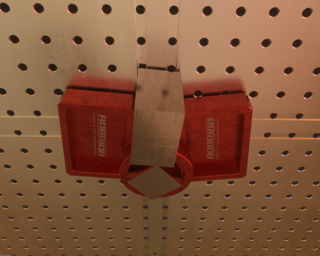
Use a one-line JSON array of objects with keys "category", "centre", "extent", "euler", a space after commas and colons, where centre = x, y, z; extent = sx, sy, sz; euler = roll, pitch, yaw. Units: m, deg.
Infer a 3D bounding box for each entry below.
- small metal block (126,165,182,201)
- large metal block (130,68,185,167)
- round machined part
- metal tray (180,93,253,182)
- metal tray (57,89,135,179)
[{"category": "small metal block", "centre": [-0.007, 0.063, 0.405], "extent": [0.050, 0.025, 0.050], "euler": [-32, 124, 24]}, {"category": "large metal block", "centre": [-0.005, -0.012, 0.360], "extent": [0.050, 0.080, 0.079], "euler": [5, 130, -4]}, {"category": "round machined part", "centre": [-0.004, 0.049, 0.425], "extent": [0.099, 0.042, 0.097], "euler": [0, 130, 0]}, {"category": "metal tray", "centre": [0.072, 0.018, 0.419], "extent": [0.091, 0.030, 0.129], "euler": [-5, 130, 4]}, {"category": "metal tray", "centre": [-0.081, 0.013, 0.413], "extent": [0.091, 0.030, 0.129], "euler": [5, 130, -4]}]
